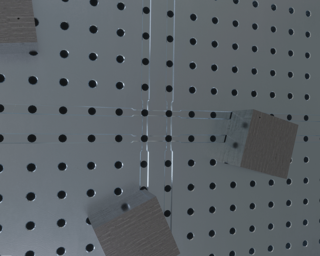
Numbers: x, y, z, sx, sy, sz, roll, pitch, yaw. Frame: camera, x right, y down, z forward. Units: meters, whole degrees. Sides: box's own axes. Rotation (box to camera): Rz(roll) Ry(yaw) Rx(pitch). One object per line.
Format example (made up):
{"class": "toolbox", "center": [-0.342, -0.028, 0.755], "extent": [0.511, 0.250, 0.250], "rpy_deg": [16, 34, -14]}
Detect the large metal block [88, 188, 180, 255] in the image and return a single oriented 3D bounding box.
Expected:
{"class": "large metal block", "center": [-0.033, 0.134, 0.387], "extent": [0.080, 0.050, 0.080], "rpy_deg": [-25, 98, -18]}

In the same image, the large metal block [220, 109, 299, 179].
{"class": "large metal block", "center": [0.144, 0.023, 0.452], "extent": [0.080, 0.050, 0.080], "rpy_deg": [16, 85, -19]}

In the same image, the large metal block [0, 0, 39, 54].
{"class": "large metal block", "center": [-0.179, -0.125, 0.333], "extent": [0.081, 0.050, 0.080], "rpy_deg": [-8, 93, -20]}
